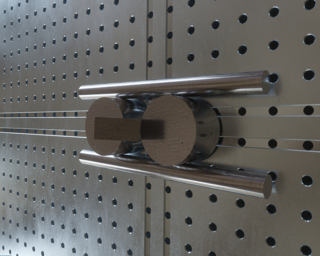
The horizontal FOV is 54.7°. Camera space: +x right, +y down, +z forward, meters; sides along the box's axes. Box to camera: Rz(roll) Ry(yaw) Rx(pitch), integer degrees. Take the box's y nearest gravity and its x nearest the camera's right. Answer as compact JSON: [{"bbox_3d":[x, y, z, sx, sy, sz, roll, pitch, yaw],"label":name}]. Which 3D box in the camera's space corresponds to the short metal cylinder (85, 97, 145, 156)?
[{"bbox_3d":[-0.060,-0.002,0.439,0.080,0.050,0.079,0,90,40],"label":"short metal cylinder"}]

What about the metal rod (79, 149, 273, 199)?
[{"bbox_3d":[-0.006,0.053,0.410,0.300,0.025,0.025,3,92,39],"label":"metal rod"}]

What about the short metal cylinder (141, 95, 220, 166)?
[{"bbox_3d":[0.023,0.003,0.369,0.080,0.050,0.079,0,90,40],"label":"short metal cylinder"}]

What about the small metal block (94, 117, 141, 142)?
[{"bbox_3d":[-0.049,0.001,0.368,0.050,0.050,0.025,3,92,-3],"label":"small metal block"}]

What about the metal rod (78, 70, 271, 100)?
[{"bbox_3d":[-0.007,-0.052,0.411,0.300,0.025,0.025,3,92,39],"label":"metal rod"}]
